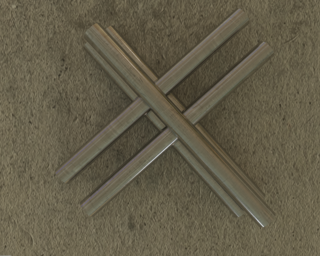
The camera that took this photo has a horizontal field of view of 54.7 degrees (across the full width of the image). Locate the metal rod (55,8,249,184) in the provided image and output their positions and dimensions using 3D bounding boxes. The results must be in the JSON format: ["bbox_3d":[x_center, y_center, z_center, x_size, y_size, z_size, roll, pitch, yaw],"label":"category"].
[{"bbox_3d":[-0.009,-0.040,0.386,0.300,0.025,0.025,-42,91,-1],"label":"metal rod"}]

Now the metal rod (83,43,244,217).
[{"bbox_3d":[0.009,-0.001,0.411,0.025,0.025,0.300,-42,91,0],"label":"metal rod"}]

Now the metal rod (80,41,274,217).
[{"bbox_3d":[0.022,0.001,0.386,0.300,0.025,0.025,-42,91,-1],"label":"metal rod"}]

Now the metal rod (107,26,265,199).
[{"bbox_3d":[0.030,-0.015,0.411,0.025,0.025,0.300,-42,91,0],"label":"metal rod"}]

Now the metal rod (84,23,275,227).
[{"bbox_3d":[0.023,-0.003,0.361,0.025,0.025,0.300,-43,91,0],"label":"metal rod"}]
